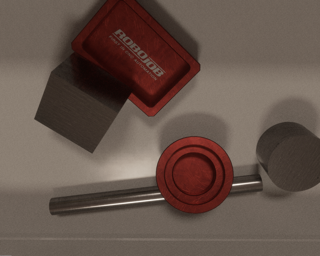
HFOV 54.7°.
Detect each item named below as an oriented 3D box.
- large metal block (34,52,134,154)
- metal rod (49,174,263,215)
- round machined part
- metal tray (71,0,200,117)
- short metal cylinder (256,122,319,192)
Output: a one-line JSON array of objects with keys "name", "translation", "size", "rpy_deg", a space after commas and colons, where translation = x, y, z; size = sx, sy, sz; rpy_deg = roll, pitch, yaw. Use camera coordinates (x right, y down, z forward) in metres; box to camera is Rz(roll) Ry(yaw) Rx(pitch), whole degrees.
[{"name": "large metal block", "translation": [-0.091, -0.028, 0.369], "size": [0.080, 0.050, 0.080], "rpy_deg": [32, 130, -8]}, {"name": "metal rod", "translation": [-0.007, 0.096, 0.446], "size": [0.302, 0.025, 0.025], "rpy_deg": [-7, 110, 2]}, {"name": "round machined part", "translation": [0.045, 0.061, 0.413], "size": [0.099, 0.042, 0.097], "rpy_deg": [0, 86, 2]}, {"name": "metal tray", "translation": [-0.027, -0.088, 0.375], "size": [0.130, 0.030, 0.090], "rpy_deg": [42, 105, -14]}, {"name": "short metal cylinder", "translation": [0.176, 0.037, 0.414], "size": [0.081, 0.050, 0.079], "rpy_deg": [0, 110, -1]}]
